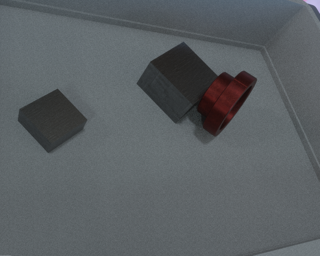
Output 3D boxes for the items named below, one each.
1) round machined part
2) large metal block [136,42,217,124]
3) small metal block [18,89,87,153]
[{"bbox_3d":[0.089,-0.039,0.435,0.042,0.097,0.099,37,49,15],"label":"round machined part"},{"bbox_3d":[0.028,-0.067,0.447,0.080,0.050,0.080,46,51,4],"label":"large metal block"},{"bbox_3d":[-0.120,-0.009,0.347,0.050,0.025,0.050,46,51,3],"label":"small metal block"}]
